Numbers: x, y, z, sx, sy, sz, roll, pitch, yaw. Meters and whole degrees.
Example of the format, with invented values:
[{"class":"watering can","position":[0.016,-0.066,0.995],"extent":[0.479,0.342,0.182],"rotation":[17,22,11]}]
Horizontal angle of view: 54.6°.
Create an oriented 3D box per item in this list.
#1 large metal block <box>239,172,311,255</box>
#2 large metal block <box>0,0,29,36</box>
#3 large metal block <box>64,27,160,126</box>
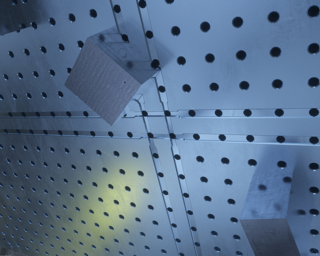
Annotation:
[{"class":"large metal block","position":[0.141,0.111,0.370],"extent":[0.050,0.080,0.080],"rotation":[-14,111,34]},{"class":"large metal block","position":[-0.239,-0.168,0.419],"extent":[0.080,0.050,0.080],"rotation":[3,120,26]},{"class":"large metal block","position":[-0.061,-0.063,0.389],"extent":[0.080,0.050,0.080],"rotation":[41,129,0]}]
